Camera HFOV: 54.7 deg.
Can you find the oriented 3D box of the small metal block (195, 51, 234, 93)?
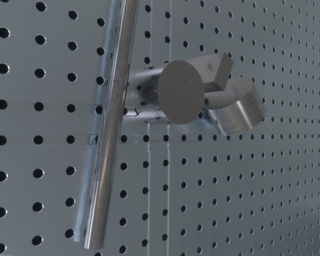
[{"bbox_3d":[0.075,-0.080,0.456,0.025,0.050,0.050,33,69,-35],"label":"small metal block"}]

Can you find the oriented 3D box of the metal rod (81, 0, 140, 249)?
[{"bbox_3d":[-0.056,-0.015,0.362,0.025,0.025,0.298,13,82,-40],"label":"metal rod"}]

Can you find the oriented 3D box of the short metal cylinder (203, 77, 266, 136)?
[{"bbox_3d":[0.111,-0.033,0.467,0.080,0.080,0.050,-48,119,-29],"label":"short metal cylinder"}]

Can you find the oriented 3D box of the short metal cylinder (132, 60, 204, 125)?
[{"bbox_3d":[0.012,-0.044,0.403,0.081,0.050,0.079,0,90,-40],"label":"short metal cylinder"}]
